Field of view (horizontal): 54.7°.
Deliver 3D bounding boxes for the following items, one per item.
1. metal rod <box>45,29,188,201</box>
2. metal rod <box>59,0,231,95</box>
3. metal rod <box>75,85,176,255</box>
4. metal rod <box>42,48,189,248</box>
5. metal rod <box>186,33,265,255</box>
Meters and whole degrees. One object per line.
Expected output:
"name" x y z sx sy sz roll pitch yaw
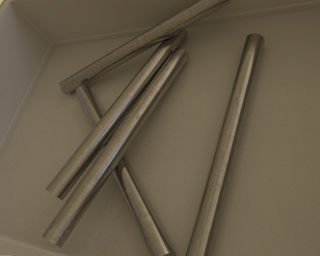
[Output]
"metal rod" -0.048 -0.035 0.426 0.025 0.025 0.300 19 64 35
"metal rod" -0.037 -0.123 0.470 0.300 0.025 0.025 -24 53 24
"metal rod" -0.060 0.038 0.412 0.025 0.025 0.300 -37 51 3
"metal rod" -0.043 0.007 0.395 0.025 0.025 0.300 16 61 34
"metal rod" 0.079 0.014 0.354 0.025 0.025 0.300 6 65 30
